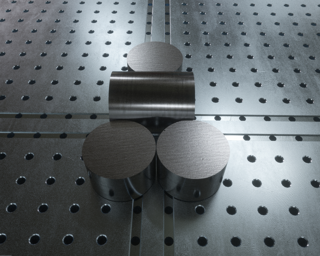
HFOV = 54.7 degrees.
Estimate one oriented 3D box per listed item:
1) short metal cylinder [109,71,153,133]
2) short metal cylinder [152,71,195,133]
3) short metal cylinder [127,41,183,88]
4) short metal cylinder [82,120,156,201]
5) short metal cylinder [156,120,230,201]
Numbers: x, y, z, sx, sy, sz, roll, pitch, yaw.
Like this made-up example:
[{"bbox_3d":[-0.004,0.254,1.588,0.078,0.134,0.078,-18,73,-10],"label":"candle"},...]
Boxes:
[{"bbox_3d":[-0.035,-0.033,0.400,0.050,0.080,0.080,0,50,0],"label":"short metal cylinder"},{"bbox_3d":[0.016,-0.033,0.400,0.050,0.080,0.080,0,50,0],"label":"short metal cylinder"},{"bbox_3d":[-0.007,-0.085,0.462,0.081,0.050,0.080,0,50,0],"label":"short metal cylinder"},{"bbox_3d":[-0.045,0.037,0.358,0.081,0.050,0.080,0,50,0],"label":"short metal cylinder"},{"bbox_3d":[0.036,0.037,0.359,0.081,0.050,0.080,0,50,0],"label":"short metal cylinder"}]
